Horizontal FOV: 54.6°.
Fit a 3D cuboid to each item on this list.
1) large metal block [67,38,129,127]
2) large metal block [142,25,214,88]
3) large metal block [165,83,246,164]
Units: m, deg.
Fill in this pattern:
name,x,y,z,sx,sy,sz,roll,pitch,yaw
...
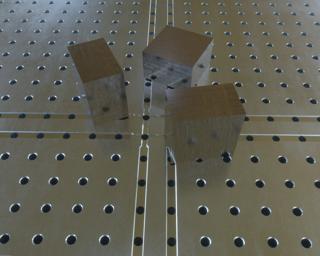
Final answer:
name,x,y,z,sx,sy,sz,roll,pitch,yaw
large metal block,-0.084,-0.062,0.424,0.050,0.080,0.080,-19,53,-15
large metal block,0.029,-0.109,0.484,0.080,0.050,0.080,22,53,17
large metal block,0.050,-0.004,0.376,0.080,0.080,0.050,-7,51,-5
